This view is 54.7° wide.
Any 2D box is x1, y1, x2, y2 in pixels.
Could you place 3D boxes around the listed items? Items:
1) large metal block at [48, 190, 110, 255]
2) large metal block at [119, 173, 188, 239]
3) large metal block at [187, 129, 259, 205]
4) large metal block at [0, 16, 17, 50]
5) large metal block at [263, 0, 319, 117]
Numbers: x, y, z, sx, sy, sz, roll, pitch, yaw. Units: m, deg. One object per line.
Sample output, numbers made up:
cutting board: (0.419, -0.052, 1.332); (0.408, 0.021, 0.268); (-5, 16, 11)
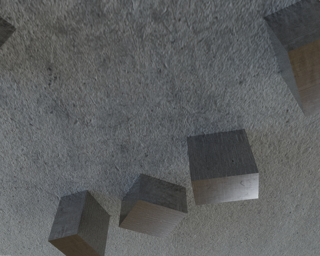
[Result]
large metal block: (-0.128, 0.163, 0.508); (0.050, 0.080, 0.080); (-17, 128, 14)
large metal block: (-0.012, 0.127, 0.499); (0.080, 0.050, 0.079); (21, 127, -17)
large metal block: (0.082, 0.051, 0.415); (0.080, 0.080, 0.050); (-8, 130, 7)
large metal block: (-0.210, -0.091, 0.311); (0.080, 0.050, 0.080); (-36, 122, 26)
large metal block: (0.150, -0.072, 0.311); (0.050, 0.080, 0.080); (-22, 127, 17)
